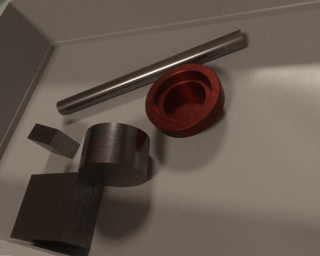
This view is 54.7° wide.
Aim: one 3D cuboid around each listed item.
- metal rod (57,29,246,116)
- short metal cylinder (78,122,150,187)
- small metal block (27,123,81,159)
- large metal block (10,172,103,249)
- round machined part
[{"bbox_3d":[-0.024,-0.077,0.464,0.301,0.025,0.025,-18,55,17],"label":"metal rod"},{"bbox_3d":[-0.054,0.035,0.376,0.080,0.080,0.050,-10,58,23],"label":"short metal cylinder"},{"bbox_3d":[-0.156,0.020,0.457,0.050,0.050,0.025,12,68,33],"label":"small metal block"},{"bbox_3d":[-0.127,0.104,0.390,0.080,0.050,0.080,-7,58,26],"label":"large metal block"},{"bbox_3d":[0.034,-0.030,0.394,0.098,0.042,0.098,-13,56,20],"label":"round machined part"}]
